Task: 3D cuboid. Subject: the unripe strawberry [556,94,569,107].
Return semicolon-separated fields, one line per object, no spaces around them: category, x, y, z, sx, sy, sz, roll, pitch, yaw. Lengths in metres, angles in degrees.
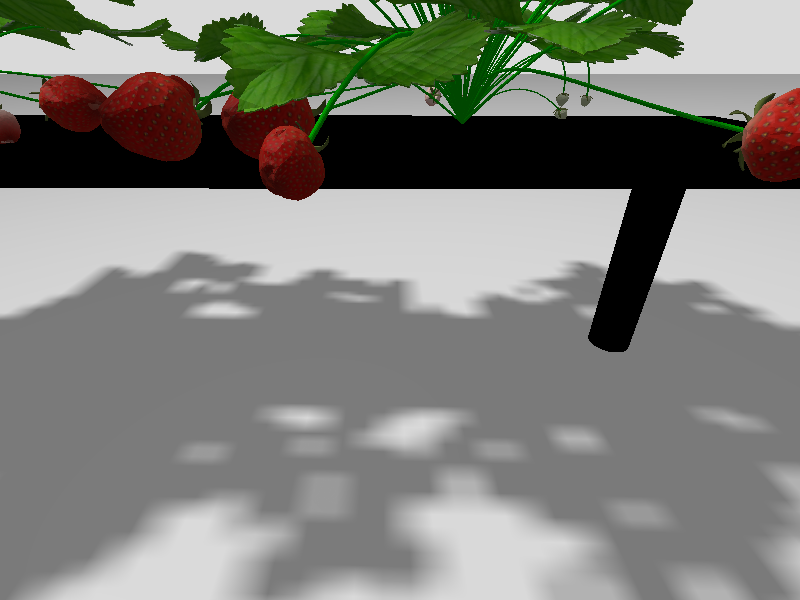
unripe strawberry;0.160;-0.198;0.396;0.010;0.011;0.011;-23;38;-33

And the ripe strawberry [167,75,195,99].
ripe strawberry;-0.227;-0.213;0.411;0.031;0.031;0.034;-18;35;-28

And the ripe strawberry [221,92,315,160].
ripe strawberry;-0.064;-0.086;0.191;0.039;0.041;0.042;22;38;33

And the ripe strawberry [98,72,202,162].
ripe strawberry;-0.121;-0.087;0.194;0.041;0.040;0.038;-23;38;-32

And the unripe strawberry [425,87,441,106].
unripe strawberry;0.036;-0.223;0.438;0.017;0.020;0.019;-3;11;-5

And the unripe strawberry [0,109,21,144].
unripe strawberry;-0.237;-0.102;0.236;0.018;0.019;0.021;-23;12;41

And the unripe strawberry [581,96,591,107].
unripe strawberry;0.182;-0.195;0.393;0.010;0.010;0.009;-19;35;-28

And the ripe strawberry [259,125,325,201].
ripe strawberry;-0.038;-0.045;0.135;0.021;0.023;0.024;12;-41;19

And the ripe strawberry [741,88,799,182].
ripe strawberry;0.153;-0.061;0.151;0.038;0.035;0.035;-16;35;-24

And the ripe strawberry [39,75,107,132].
ripe strawberry;-0.214;-0.130;0.267;0.035;0.035;0.038;9;32;14
